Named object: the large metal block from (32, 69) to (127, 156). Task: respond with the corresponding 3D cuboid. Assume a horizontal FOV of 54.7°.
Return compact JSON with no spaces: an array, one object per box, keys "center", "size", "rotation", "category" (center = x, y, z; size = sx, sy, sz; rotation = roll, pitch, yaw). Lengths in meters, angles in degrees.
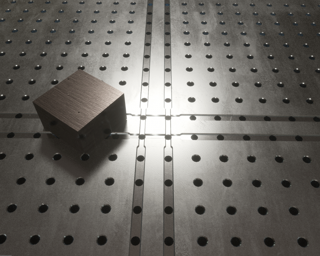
[{"center":[-0.102,-0.023,0.409],"size":[0.080,0.050,0.080],"rotation":[30,56,22],"category":"large metal block"}]
